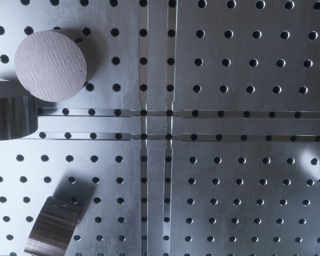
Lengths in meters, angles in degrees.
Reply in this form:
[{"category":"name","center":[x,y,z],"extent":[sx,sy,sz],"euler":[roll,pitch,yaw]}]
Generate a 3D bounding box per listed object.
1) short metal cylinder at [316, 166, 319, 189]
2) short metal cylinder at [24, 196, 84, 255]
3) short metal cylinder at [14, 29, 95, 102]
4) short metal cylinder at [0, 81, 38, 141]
[{"category":"short metal cylinder","center":[0.270,0.077,0.431],"extent":[0.081,0.050,0.079],"euler":[0,110,0]},{"category":"short metal cylinder","center":[-0.147,0.142,0.435],"extent":[0.050,0.080,0.079],"euler":[22,109,-8]},{"category":"short metal cylinder","center":[-0.123,-0.076,0.371],"extent":[0.081,0.050,0.079],"euler":[0,110,0]},{"category":"short metal cylinder","center":[-0.191,-0.023,0.374],"extent":[0.081,0.080,0.050],"euler":[6,110,-2]}]
